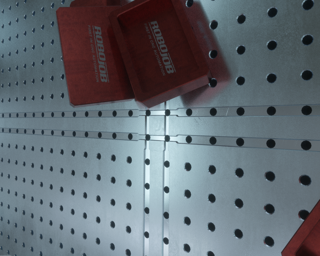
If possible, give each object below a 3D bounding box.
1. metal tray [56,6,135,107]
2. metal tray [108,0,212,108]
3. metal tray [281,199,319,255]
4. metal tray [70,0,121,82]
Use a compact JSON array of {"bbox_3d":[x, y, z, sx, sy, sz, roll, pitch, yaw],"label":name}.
[{"bbox_3d":[-0.087,-0.098,0.426,0.030,0.091,0.129,171,90,-72],"label":"metal tray"},{"bbox_3d":[-0.001,-0.100,0.381,0.090,0.030,0.129,-22,75,10],"label":"metal tray"},{"bbox_3d":[0.177,0.089,0.259,0.090,0.030,0.129,38,113,33],"label":"metal tray"},{"bbox_3d":[-0.102,-0.142,0.488,0.090,0.030,0.129,-2,89,39],"label":"metal tray"}]
